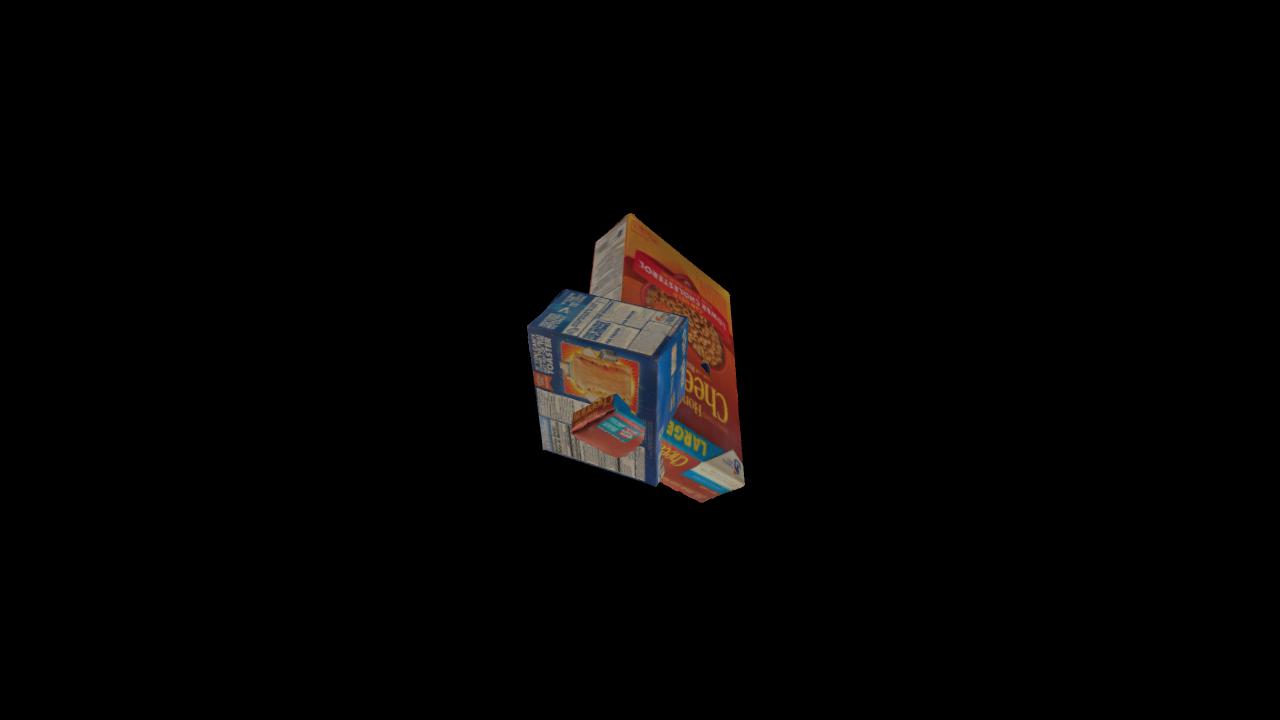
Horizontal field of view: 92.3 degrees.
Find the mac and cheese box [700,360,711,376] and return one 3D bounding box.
[{"bbox_3d":[-0.017,0.027,0.736,0.184,0.041,0.093,-11,13,-14],"label":"mac and cheese box"}]

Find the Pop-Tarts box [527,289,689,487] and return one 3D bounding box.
[{"bbox_3d":[-0.030,0.028,0.642,0.141,0.167,0.083,14,38,19],"label":"Pop-Tarts box"}]

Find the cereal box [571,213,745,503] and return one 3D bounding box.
[{"bbox_3d":[0.030,-0.007,0.738,0.203,0.306,0.081,34,-49,-31],"label":"cereal box"}]
